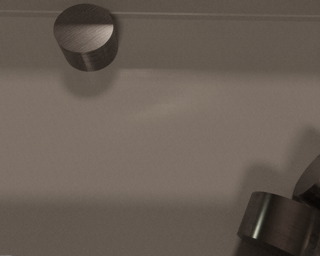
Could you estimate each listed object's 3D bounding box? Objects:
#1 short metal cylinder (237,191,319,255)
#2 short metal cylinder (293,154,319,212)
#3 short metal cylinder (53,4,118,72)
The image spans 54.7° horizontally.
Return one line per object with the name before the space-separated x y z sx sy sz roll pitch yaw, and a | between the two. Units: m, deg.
short metal cylinder | 0.132 0.111 0.342 0.080 0.080 0.050 24 72 8
short metal cylinder | 0.203 0.063 0.360 0.050 0.080 0.080 38 74 12
short metal cylinder | -0.104 -0.128 0.442 0.081 0.050 0.080 0 70 0
